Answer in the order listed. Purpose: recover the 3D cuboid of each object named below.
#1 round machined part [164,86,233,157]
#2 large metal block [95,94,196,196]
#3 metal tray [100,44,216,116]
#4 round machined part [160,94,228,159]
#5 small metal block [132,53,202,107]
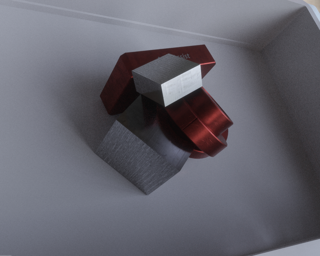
[{"bbox_3d":[0.046,-0.018,0.356,0.098,0.042,0.098,46,13,-13],"label":"round machined part"},{"bbox_3d":[-0.016,0.021,0.349,0.080,0.080,0.050,39,51,-2],"label":"large metal block"},{"bbox_3d":[-0.002,-0.062,0.400,0.131,0.090,0.030,-16,71,-35],"label":"metal tray"},{"bbox_3d":[0.039,-0.003,0.419,0.099,0.042,0.098,14,56,-21],"label":"round machined part"},{"bbox_3d":[0.007,-0.052,0.322,0.050,0.025,0.050,-31,40,-25],"label":"small metal block"}]
